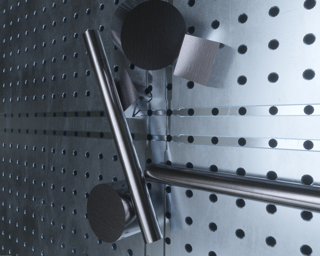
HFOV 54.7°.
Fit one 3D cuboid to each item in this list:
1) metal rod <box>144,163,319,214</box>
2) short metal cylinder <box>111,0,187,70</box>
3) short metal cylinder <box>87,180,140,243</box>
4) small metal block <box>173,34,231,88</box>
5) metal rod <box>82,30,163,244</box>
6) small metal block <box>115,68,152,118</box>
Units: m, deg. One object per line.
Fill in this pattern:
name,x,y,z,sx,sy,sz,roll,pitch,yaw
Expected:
metal rod,0.103,0.065,0.324,0.300,0.025,0.025,2,92,40
short metal cylinder,-0.015,-0.116,0.377,0.079,0.081,0.050,-67,30,18
short metal cylinder,-0.059,0.116,0.442,0.080,0.050,0.079,0,90,40
small metal block,0.049,-0.079,0.369,0.050,0.025,0.050,27,107,36
metal rod,-0.054,0.005,0.423,0.025,0.025,0.299,-25,78,37
small metal block,-0.046,-0.049,0.448,0.050,0.025,0.050,-42,65,32
